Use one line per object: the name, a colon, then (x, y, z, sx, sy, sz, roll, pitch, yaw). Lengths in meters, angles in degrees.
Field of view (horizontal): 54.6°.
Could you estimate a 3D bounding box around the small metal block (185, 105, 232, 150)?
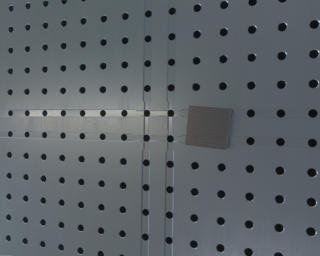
small metal block: (0.062, -0.001, 0.391, 0.050, 0.025, 0.050, 6, 92, 20)
